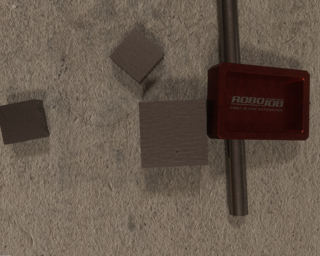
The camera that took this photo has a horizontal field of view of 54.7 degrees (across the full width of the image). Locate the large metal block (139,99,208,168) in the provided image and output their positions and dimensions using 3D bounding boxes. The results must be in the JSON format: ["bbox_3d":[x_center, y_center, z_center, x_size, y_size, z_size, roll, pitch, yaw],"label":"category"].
[{"bbox_3d":[0.016,0.007,0.398,0.081,0.050,0.079,-2,90,-1],"label":"large metal block"}]

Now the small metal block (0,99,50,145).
[{"bbox_3d":[-0.179,-0.008,0.408,0.050,0.025,0.050,-11,90,-1],"label":"small metal block"}]

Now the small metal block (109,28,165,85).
[{"bbox_3d":[-0.029,-0.094,0.410,0.050,0.025,0.050,41,90,-1],"label":"small metal block"}]

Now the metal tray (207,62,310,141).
[{"bbox_3d":[0.125,-0.030,0.389,0.131,0.030,0.089,2,89,-18],"label":"metal tray"}]

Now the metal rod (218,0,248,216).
[{"bbox_3d":[0.097,-0.035,0.411,0.025,0.025,0.298,-3,90,-1],"label":"metal rod"}]
